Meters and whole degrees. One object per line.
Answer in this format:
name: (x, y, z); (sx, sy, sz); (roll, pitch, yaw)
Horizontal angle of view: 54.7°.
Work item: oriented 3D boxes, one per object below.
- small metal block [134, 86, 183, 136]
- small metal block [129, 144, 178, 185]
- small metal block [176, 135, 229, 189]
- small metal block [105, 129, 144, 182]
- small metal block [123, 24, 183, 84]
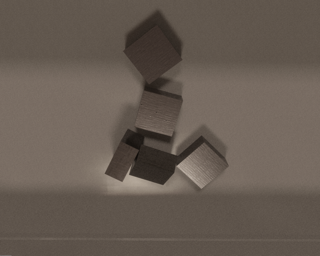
small metal block: (-0.002, -0.022, 0.403); (0.050, 0.025, 0.050); (14, 109, -6)
small metal block: (-0.010, 0.051, 0.416); (0.050, 0.025, 0.050); (18, 148, -8)
small metal block: (0.058, 0.047, 0.430); (0.050, 0.025, 0.050); (-43, 105, 14)
small metal block: (-0.046, 0.035, 0.409); (0.025, 0.050, 0.050); (27, 108, -4)
small metal block: (-0.008, -0.090, 0.378); (0.050, 0.025, 0.050); (-35, 107, 11)
